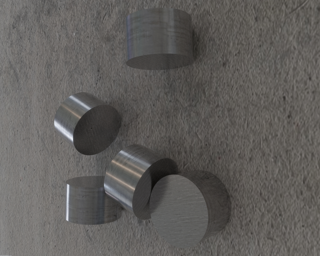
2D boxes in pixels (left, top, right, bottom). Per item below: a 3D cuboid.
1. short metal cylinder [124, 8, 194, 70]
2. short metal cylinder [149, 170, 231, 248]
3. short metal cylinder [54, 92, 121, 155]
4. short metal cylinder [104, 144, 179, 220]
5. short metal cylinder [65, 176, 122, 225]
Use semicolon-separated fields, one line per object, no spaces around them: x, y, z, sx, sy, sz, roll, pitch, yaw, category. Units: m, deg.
-0.001;-0.103;0.370;0.080;0.081;0.050;-4;88;40;short metal cylinder
0.035;0.091;0.360;0.080;0.050;0.080;0;90;40;short metal cylinder
-0.106;-0.007;0.457;0.050;0.081;0.079;31;109;36;short metal cylinder
-0.022;0.066;0.387;0.050;0.081;0.079;22;104;38;short metal cylinder
-0.095;0.102;0.448;0.080;0.081;0.050;4;93;40;short metal cylinder
